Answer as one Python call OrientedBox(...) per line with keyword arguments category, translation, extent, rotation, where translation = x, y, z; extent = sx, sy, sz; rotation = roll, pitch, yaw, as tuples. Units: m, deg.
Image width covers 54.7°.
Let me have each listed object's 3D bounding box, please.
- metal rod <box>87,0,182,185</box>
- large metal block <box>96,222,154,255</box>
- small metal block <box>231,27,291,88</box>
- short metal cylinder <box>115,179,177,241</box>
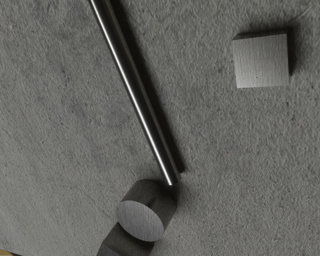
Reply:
OrientedBox(category="metal rod", translation=(-0.033, -0.056, 0.387), extent=(0.025, 0.025, 0.299), rotation=(-8, 115, 31))
OrientedBox(category="large metal block", translation=(-0.068, 0.234, 0.570), extent=(0.080, 0.050, 0.079), rotation=(31, 128, 8))
OrientedBox(category="small metal block", translation=(0.102, -0.069, 0.310), extent=(0.050, 0.025, 0.050), rotation=(0, 119, 27))
OrientedBox(category="short metal cylinder", translation=(-0.021, 0.127, 0.479), extent=(0.080, 0.050, 0.079), rotation=(13, 124, 20))
